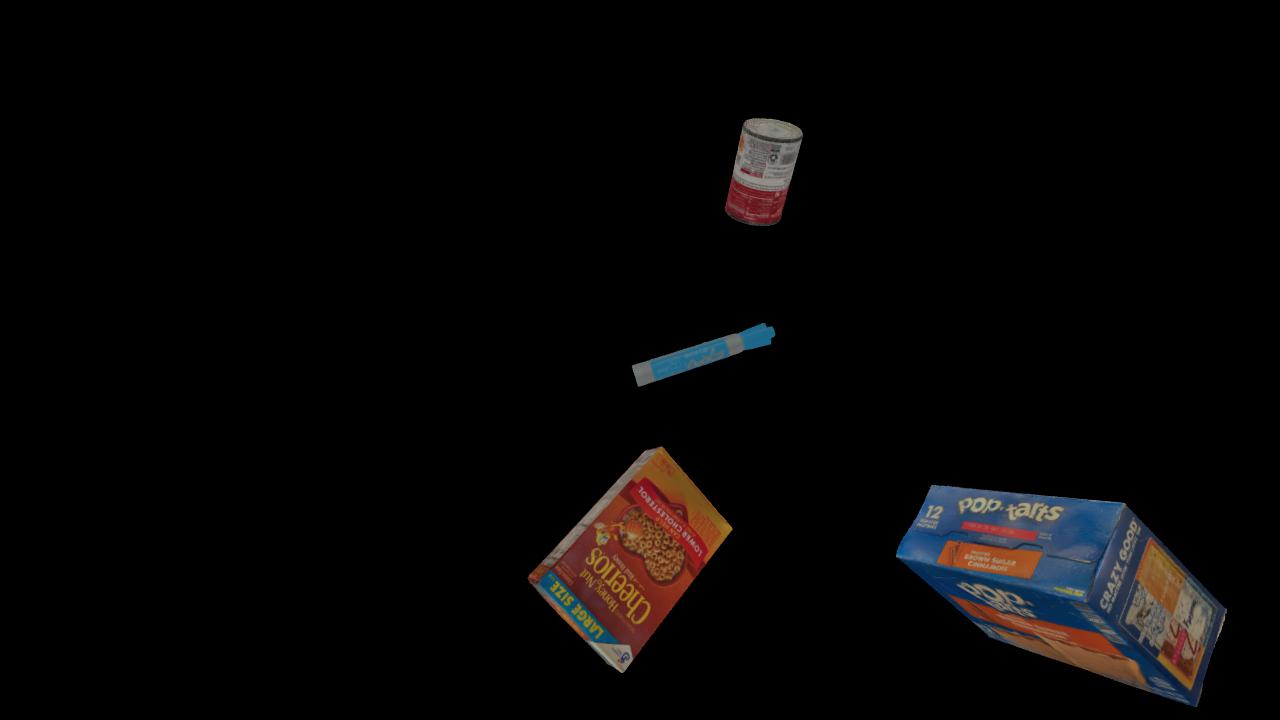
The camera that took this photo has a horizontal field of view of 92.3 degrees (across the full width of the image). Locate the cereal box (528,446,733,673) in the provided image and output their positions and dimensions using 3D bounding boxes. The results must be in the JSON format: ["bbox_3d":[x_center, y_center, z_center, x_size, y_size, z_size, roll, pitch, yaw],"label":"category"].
[{"bbox_3d":[-0.008,0.323,1.027,0.306,0.203,0.081,-44,8,-28],"label":"cereal box"}]

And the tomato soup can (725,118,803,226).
[{"bbox_3d":[0.138,-0.212,0.693,0.068,0.101,0.068,4,39,-4],"label":"tomato soup can"}]

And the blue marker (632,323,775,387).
[{"bbox_3d":[0.053,-0.005,0.507,0.121,0.020,0.020,-18,0,-1],"label":"blue marker"}]

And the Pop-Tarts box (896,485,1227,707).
[{"bbox_3d":[0.332,0.181,0.503,0.141,0.083,0.167,41,-20,-14],"label":"Pop-Tarts box"}]
